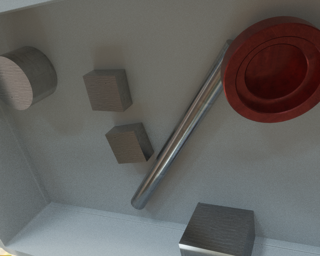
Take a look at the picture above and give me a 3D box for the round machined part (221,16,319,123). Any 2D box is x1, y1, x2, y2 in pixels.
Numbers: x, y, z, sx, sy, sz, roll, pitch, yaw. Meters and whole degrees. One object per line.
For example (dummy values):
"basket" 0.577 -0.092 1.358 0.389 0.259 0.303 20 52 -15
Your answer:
"round machined part" 0.107 -0.056 0.292 0.099 0.042 0.097 1 125 1

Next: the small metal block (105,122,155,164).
"small metal block" -0.043 0.022 0.444 0.050 0.025 0.050 -8 115 31

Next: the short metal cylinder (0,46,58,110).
"short metal cylinder" -0.199 -0.073 0.450 0.080 0.050 0.079 13 124 20

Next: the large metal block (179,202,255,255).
"large metal block" 0.081 0.153 0.424 0.080 0.080 0.050 2 119 27

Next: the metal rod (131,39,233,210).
"metal rod" 0.022 0.019 0.407 0.025 0.025 0.298 34 129 6

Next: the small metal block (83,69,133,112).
"small metal block" -0.069 -0.050 0.412 0.050 0.025 0.050 4 120 26
